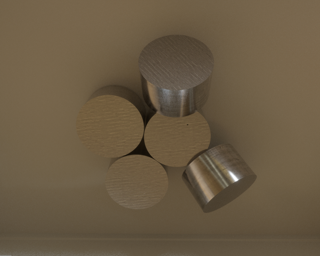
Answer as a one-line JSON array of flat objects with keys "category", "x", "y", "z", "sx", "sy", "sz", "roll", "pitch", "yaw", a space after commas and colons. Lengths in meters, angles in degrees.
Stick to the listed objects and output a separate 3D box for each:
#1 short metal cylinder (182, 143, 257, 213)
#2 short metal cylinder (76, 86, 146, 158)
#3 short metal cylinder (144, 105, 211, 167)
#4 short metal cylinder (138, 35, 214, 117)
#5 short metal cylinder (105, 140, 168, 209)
[{"category": "short metal cylinder", "x": 0.076, "y": 0.065, "z": 0.399, "sx": 0.081, "sy": 0.050, "sz": 0.080, "roll": -25, "pitch": 149, "yaw": -16}, {"category": "short metal cylinder", "x": -0.059, "y": -0.009, "z": 0.391, "sx": 0.081, "sy": 0.050, "sz": 0.079, "roll": 0, "pitch": 110, "yaw": -1}, {"category": "short metal cylinder", "x": 0.021, "y": 0.003, "z": 0.397, "sx": 0.081, "sy": 0.050, "sz": 0.079, "roll": 0, "pitch": 110, "yaw": -1}, {"category": "short metal cylinder", "x": 0.018, "y": -0.059, "z": 0.351, "sx": 0.081, "sy": 0.080, "sz": 0.050, "roll": -3, "pitch": 149, "yaw": 0}, {"category": "short metal cylinder", "x": -0.030, "y": 0.061, "z": 0.418, "sx": 0.081, "sy": 0.050, "sz": 0.079, "roll": 0, "pitch": 110, "yaw": -1}]
